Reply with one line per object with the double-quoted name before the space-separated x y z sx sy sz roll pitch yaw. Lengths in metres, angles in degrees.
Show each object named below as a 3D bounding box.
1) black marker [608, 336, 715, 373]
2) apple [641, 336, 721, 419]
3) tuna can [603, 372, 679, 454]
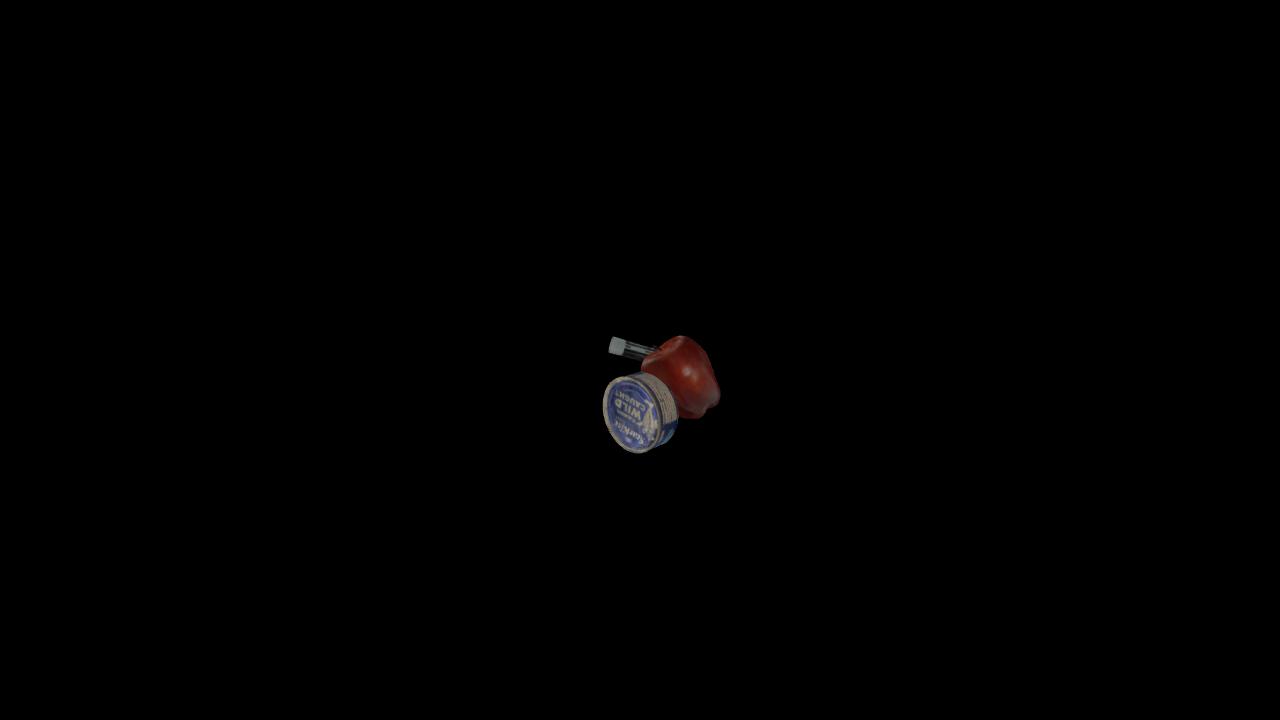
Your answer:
"black marker" 0.025 -0.001 0.684 0.121 0.020 0.020 15 -2 -8
"apple" 0.044 0.019 0.674 0.079 0.093 0.079 -36 8 6
"tuna can" 0.000 0.055 0.659 0.084 0.084 0.034 0 11 44
